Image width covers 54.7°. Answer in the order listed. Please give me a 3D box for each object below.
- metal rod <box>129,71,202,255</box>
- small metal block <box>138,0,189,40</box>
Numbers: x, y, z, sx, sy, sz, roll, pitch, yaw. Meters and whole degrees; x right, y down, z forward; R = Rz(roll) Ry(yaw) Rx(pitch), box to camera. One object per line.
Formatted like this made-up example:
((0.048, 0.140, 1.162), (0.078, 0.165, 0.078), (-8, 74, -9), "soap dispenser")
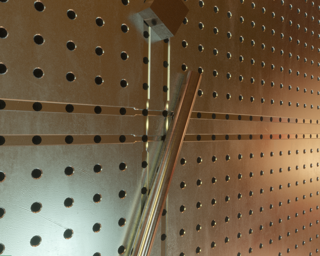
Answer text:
((0.006, 0.061, 0.415), (0.025, 0.025, 0.299), (28, 72, -37), "metal rod")
((0.006, -0.157, 0.416), (0.050, 0.025, 0.050), (42, 65, -32), "small metal block")
